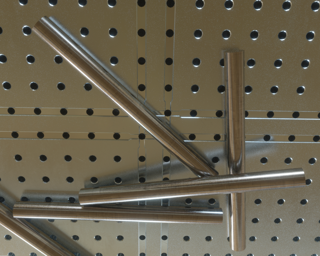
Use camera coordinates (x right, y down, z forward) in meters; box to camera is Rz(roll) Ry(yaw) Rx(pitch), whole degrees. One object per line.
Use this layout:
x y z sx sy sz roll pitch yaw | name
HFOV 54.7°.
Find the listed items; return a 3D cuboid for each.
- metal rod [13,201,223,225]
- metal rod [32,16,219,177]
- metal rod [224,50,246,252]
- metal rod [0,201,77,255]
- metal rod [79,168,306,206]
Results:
-0.060 0.126 0.458 0.302 0.025 0.025 2 110 -2 | metal rod
-0.034 -0.026 0.403 0.300 0.025 0.025 42 105 -14 | metal rod
0.106 0.045 0.431 0.025 0.025 0.298 -6 110 2 | metal rod
-0.158 0.198 0.484 0.300 0.025 0.025 43 104 -15 | metal rod
0.034 0.081 0.421 0.301 0.025 0.025 -7 110 11 | metal rod
